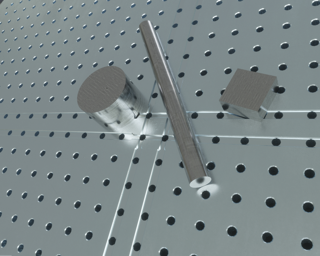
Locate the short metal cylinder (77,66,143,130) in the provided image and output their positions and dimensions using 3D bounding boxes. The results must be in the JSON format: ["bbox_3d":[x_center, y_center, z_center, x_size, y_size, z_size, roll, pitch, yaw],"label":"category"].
[{"bbox_3d":[-0.073,-0.044,0.456,0.080,0.050,0.080,-13,56,20],"label":"short metal cylinder"}]

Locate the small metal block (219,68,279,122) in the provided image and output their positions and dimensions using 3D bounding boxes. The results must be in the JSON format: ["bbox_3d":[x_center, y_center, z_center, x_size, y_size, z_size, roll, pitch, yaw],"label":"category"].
[{"bbox_3d":[0.108,-0.041,0.376,0.050,0.025,0.050,22,73,35],"label":"small metal block"}]

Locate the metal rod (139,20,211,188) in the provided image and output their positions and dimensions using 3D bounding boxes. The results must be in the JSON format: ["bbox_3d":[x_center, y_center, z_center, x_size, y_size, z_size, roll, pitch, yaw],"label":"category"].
[{"bbox_3d":[0.011,-0.055,0.434,0.025,0.025,0.299,-26,53,12],"label":"metal rod"}]
